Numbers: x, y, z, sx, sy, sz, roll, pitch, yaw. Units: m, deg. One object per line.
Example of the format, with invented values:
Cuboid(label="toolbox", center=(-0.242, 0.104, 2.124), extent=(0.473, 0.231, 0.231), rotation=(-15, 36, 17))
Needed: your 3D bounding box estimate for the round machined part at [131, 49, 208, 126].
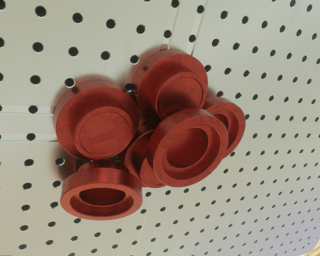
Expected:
Cuboid(label="round machined part", center=(0.018, -0.043, 0.382), extent=(0.099, 0.042, 0.097), rotation=(-14, 124, -21))

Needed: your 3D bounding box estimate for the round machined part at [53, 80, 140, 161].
Cuboid(label="round machined part", center=(-0.069, -0.002, 0.360), extent=(0.099, 0.042, 0.097), rotation=(-14, 124, -21))

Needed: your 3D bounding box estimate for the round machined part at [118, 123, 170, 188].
Cuboid(label="round machined part", center=(-0.004, 0.043, 0.423), extent=(0.099, 0.042, 0.097), rotation=(-14, 124, -21))

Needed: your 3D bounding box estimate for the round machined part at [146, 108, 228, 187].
Cuboid(label="round machined part", center=(0.029, 0.020, 0.372), extent=(0.099, 0.042, 0.097), rotation=(-14, 124, -21))

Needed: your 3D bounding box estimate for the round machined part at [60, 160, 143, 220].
Cuboid(label="round machined part", center=(-0.072, 0.076, 0.390), extent=(0.099, 0.042, 0.098), rotation=(-4, 140, -3))

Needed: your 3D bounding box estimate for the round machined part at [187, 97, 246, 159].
Cuboid(label="round machined part", center=(0.067, 0.000, 0.436), extent=(0.099, 0.042, 0.097), rotation=(-14, 124, -21))
